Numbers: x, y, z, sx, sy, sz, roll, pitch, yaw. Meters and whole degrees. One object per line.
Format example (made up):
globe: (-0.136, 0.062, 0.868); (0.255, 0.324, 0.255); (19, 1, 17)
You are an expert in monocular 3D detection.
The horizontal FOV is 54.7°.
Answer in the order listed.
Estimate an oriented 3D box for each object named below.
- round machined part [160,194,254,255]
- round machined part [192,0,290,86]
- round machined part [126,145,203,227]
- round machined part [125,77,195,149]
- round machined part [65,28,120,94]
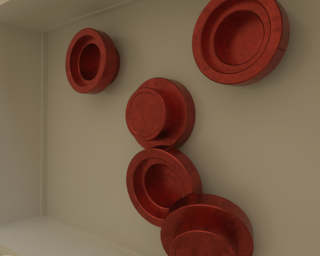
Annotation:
round machined part: (0.048, 0.122, 0.327); (0.098, 0.042, 0.097); (5, 113, 13)
round machined part: (0.086, -0.092, 0.325); (0.098, 0.042, 0.097); (0, 90, 40)
round machined part: (0.009, 0.068, 0.381); (0.098, 0.042, 0.097); (8, 103, 34)
round machined part: (-0.007, -0.017, 0.401); (0.098, 0.042, 0.097); (0, 90, 40)
round machined part: (-0.100, -0.101, 0.479); (0.098, 0.042, 0.097); (0, 90, 40)
